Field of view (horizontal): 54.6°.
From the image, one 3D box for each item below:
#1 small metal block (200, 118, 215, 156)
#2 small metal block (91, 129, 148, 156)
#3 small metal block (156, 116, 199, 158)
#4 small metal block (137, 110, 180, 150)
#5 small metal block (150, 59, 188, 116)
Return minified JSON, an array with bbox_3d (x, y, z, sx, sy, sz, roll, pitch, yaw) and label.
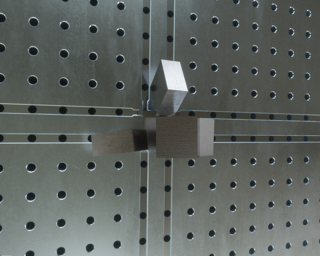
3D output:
[{"bbox_3d":[0.049,0.012,0.419,0.050,0.025,0.050,4,88,-51],"label":"small metal block"},{"bbox_3d":[-0.047,0.017,0.371,0.050,0.050,0.025,-7,87,15],"label":"small metal block"},{"bbox_3d":[0.023,0.011,0.382,0.050,0.025,0.050,0,90,13],"label":"small metal block"},{"bbox_3d":[-0.003,0.003,0.412,0.050,0.025,0.050,3,89,-20],"label":"small metal block"},{"bbox_3d":[0.010,-0.049,0.392,0.025,0.050,0.050,3,53,-19],"label":"small metal block"}]
